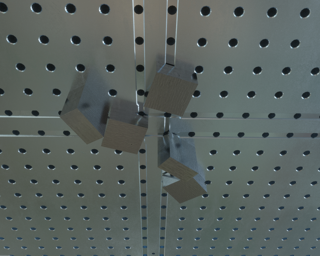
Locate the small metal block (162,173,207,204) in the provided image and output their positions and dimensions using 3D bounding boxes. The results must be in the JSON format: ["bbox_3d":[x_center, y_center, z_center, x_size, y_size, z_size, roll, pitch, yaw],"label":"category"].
[{"bbox_3d":[0.039,0.088,0.487,0.050,0.025,0.050,-28,125,21],"label":"small metal block"}]

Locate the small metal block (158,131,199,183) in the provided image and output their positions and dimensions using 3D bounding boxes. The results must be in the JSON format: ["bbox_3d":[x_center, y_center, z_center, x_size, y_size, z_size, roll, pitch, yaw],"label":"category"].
[{"bbox_3d":[0.024,0.040,0.430,0.050,0.050,0.025,32,123,-25],"label":"small metal block"}]

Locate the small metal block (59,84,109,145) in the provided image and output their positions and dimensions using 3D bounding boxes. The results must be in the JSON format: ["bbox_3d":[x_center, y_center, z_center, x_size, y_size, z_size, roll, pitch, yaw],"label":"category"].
[{"bbox_3d":[-0.091,-0.017,0.379,0.025,0.050,0.050,-23,127,18],"label":"small metal block"}]

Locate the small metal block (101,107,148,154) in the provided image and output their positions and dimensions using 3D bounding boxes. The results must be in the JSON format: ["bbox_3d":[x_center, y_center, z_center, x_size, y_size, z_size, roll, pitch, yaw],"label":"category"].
[{"bbox_3d":[-0.047,0.004,0.415,0.050,0.025,0.050,14,129,-13],"label":"small metal block"}]

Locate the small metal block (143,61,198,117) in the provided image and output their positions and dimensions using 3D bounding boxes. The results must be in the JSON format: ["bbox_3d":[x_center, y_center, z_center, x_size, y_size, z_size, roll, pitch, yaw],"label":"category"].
[{"bbox_3d":[0.012,-0.046,0.373,0.050,0.025,0.050,14,129,-12],"label":"small metal block"}]
